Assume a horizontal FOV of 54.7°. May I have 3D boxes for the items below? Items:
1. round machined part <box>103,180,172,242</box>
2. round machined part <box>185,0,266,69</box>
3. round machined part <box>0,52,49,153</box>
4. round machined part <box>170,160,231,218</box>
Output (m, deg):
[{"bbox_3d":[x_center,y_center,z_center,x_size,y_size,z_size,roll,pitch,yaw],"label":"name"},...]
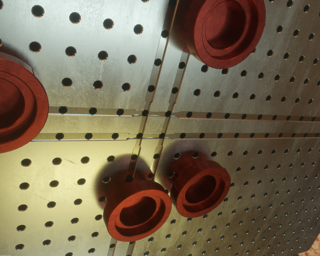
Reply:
[{"bbox_3d":[-0.036,0.115,0.454,0.099,0.042,0.097,-14,124,-21],"label":"round machined part"},{"bbox_3d":[0.072,-0.123,0.365,0.099,0.042,0.097,-14,125,-21],"label":"round machined part"},{"bbox_3d":[-0.161,-0.027,0.296,0.099,0.042,0.097,-14,125,-21],"label":"round machined part"},{"bbox_3d":[0.059,0.091,0.491,0.099,0.042,0.097,-14,124,-21],"label":"round machined part"}]
